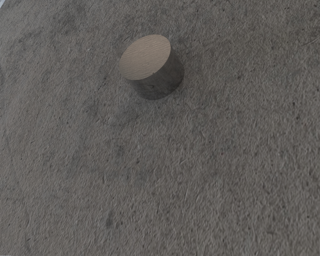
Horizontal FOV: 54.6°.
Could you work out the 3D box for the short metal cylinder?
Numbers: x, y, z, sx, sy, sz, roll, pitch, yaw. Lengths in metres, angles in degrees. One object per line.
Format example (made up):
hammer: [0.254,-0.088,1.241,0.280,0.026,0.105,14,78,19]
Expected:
short metal cylinder: [-0.012,-0.087,0.449,0.080,0.050,0.080,-13,56,21]
